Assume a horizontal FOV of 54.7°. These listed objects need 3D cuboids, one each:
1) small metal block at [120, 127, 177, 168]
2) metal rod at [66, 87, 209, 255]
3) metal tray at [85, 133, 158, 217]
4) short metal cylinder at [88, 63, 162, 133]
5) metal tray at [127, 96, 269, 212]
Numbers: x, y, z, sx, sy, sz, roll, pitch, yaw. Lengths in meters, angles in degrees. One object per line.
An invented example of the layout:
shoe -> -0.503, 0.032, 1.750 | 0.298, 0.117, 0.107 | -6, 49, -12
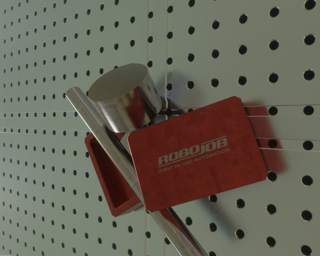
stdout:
small metal block -> -0.014, 0.024, 0.399 | 0.050, 0.050, 0.025 | 48, 119, 29
metal rod -> -0.045, 0.045, 0.402 | 0.300, 0.025, 0.025 | 49, 119, 28
metal tray -> -0.054, 0.049, 0.445 | 0.090, 0.030, 0.130 | -39, 67, 33
short metal cylinder -> -0.044, -0.039, 0.397 | 0.080, 0.080, 0.050 | 11, 139, 39
metal tray -> 0.038, 0.030, 0.336 | 0.130, 0.030, 0.090 | -19, 77, 13
